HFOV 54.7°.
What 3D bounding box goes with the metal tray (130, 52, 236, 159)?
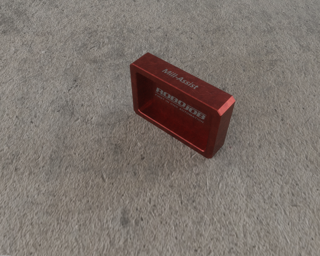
[{"bbox_3d":[0.023,-0.028,0.386,0.130,0.089,0.030,32,57,24],"label":"metal tray"}]
